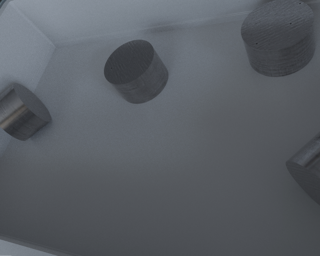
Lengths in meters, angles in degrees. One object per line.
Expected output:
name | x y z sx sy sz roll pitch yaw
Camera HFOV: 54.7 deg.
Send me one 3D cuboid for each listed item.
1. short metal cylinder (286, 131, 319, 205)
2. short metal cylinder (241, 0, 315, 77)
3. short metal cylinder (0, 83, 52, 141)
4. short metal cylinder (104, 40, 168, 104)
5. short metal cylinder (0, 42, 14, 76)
short metal cylinder | 0.157 0.041 0.263 0.050 0.080 0.080 -42 51 -1
short metal cylinder | 0.145 -0.110 0.381 0.080 0.050 0.080 -13 56 20
short metal cylinder | -0.225 -0.026 0.501 0.050 0.080 0.080 -39 51 2
short metal cylinder | -0.034 -0.083 0.457 0.080 0.050 0.080 -13 56 20
short metal cylinder | -0.372 -0.154 0.678 0.080 0.050 0.080 -13 56 20
